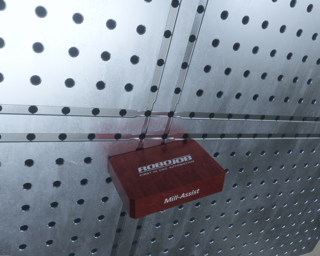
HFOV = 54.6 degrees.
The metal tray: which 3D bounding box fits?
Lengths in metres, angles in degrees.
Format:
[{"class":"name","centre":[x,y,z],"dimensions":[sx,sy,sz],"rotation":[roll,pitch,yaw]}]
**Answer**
[{"class":"metal tray","centre":[0.008,0.061,0.410],"dimensions":[0.131,0.090,0.030],"rotation":[-12,124,-22]}]
